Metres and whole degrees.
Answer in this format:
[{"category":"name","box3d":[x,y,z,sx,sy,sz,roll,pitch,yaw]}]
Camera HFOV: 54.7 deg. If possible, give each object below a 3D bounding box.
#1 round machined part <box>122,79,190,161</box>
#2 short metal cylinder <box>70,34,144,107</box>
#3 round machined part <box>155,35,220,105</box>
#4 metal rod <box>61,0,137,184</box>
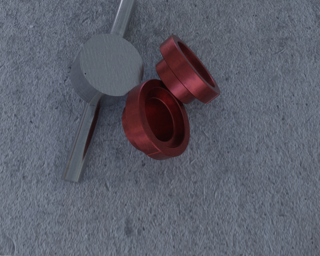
[{"category":"round machined part","box3d":[-0.008,-0.007,0.383,0.042,0.099,0.098,-20,66,35]},{"category":"short metal cylinder","box3d":[-0.068,-0.072,0.394,0.081,0.050,0.080,7,75,-27]},{"category":"round machined part","box3d":[0.032,-0.070,0.404,0.042,0.098,0.098,-38,72,21]},{"category":"metal rod","box3d":[-0.078,-0.071,0.433,0.025,0.025,0.299,12,70,4]}]
